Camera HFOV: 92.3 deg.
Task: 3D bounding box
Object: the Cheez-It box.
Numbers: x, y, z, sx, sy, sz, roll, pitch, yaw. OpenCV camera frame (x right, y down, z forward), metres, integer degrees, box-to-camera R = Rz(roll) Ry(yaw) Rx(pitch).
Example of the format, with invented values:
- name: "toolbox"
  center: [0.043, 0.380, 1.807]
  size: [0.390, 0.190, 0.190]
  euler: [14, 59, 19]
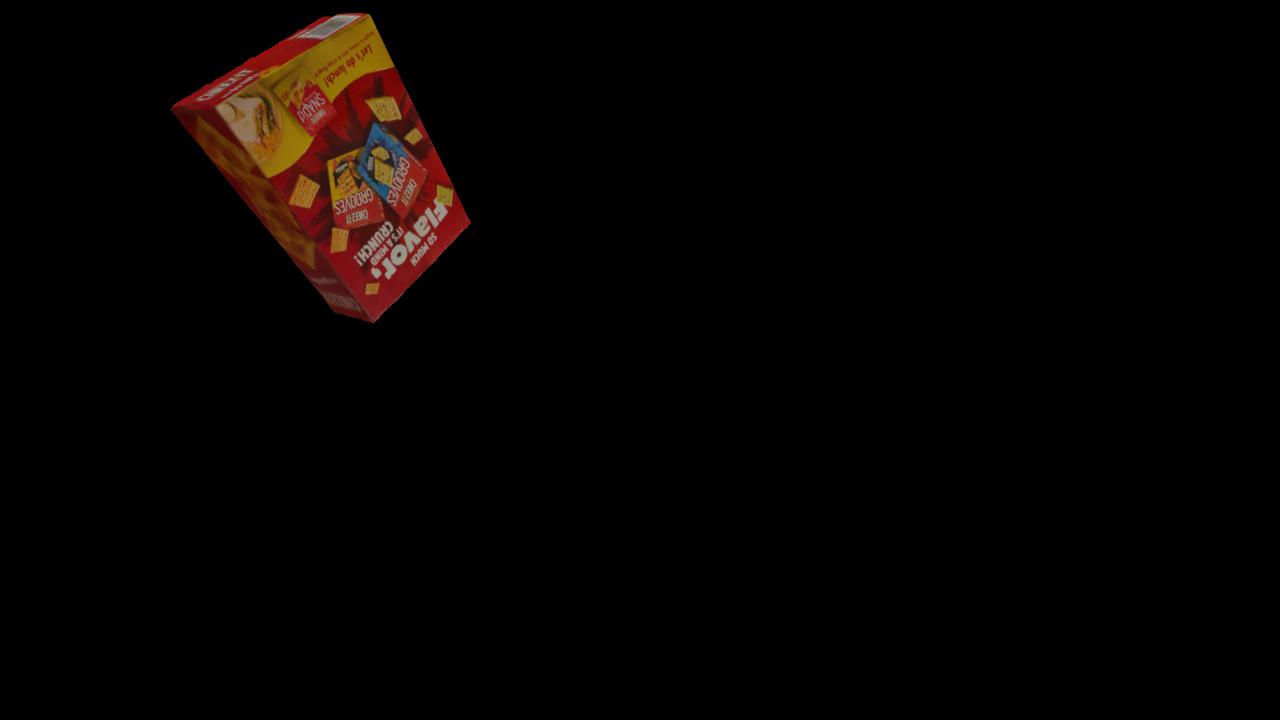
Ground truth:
- name: "Cheez-It box"
  center: [-0.269, -0.171, 0.571]
  size: [0.071, 0.166, 0.223]
  euler: [13, -36, 27]
